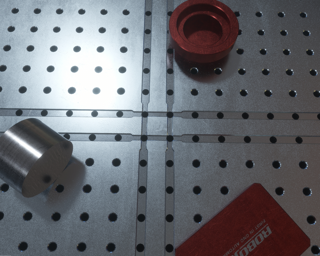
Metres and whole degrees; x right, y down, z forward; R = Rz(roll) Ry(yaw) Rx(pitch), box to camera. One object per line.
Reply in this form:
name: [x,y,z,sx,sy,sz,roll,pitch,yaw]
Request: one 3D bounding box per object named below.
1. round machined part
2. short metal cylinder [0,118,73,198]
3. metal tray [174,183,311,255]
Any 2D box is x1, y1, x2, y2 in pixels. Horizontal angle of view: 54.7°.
round machined part: [0.062,-0.137,0.453,0.099,0.042,0.098,0,70,0]
short metal cylinder: [-0.151,0.035,0.369,0.050,0.080,0.080,33,73,11]
metal tray: [0.093,0.138,0.359,0.131,0.030,0.090,-36,74,-12]
